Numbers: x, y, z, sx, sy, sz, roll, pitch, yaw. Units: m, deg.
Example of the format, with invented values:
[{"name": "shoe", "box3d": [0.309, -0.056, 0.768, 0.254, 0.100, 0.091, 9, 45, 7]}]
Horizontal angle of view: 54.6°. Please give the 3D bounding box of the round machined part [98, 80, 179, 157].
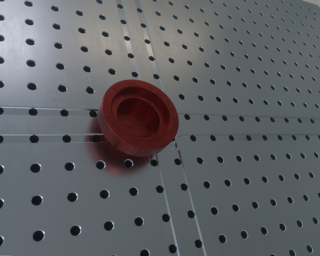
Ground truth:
[{"name": "round machined part", "box3d": [-0.030, -0.009, 0.386, 0.099, 0.042, 0.098, 13, 56, -21]}]
